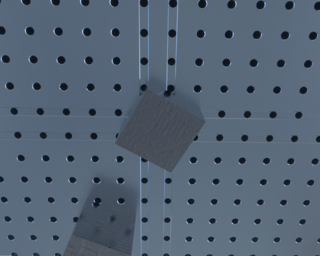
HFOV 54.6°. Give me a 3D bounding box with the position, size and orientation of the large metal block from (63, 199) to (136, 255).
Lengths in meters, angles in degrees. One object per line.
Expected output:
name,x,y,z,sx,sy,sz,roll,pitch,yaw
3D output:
large metal block,-0.084,0.157,0.441,0.080,0.080,0.050,23,108,-8

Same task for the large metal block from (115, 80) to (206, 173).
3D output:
large metal block,0.000,-0.003,0.399,0.080,0.050,0.080,29,107,-10
